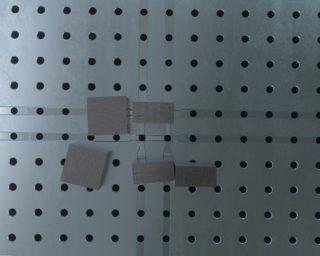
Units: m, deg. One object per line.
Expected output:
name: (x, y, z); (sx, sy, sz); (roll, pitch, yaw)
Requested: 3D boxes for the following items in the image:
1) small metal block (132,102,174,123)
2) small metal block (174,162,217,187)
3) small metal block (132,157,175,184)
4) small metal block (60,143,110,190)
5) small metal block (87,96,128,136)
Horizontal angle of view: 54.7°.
small metal block: (-0.008, -0.019, 0.401); (0.050, 0.050, 0.025); (1, 90, -1)
small metal block: (0.044, 0.059, 0.402); (0.050, 0.050, 0.025); (1, 90, -1)
small metal block: (-0.008, 0.054, 0.401); (0.050, 0.050, 0.025); (-5, 90, -1)
small metal block: (-0.098, 0.050, 0.412); (0.050, 0.025, 0.050); (14, 90, -1)
small metal block: (-0.068, -0.016, 0.413); (0.050, 0.025, 0.050); (-2, 90, -1)
